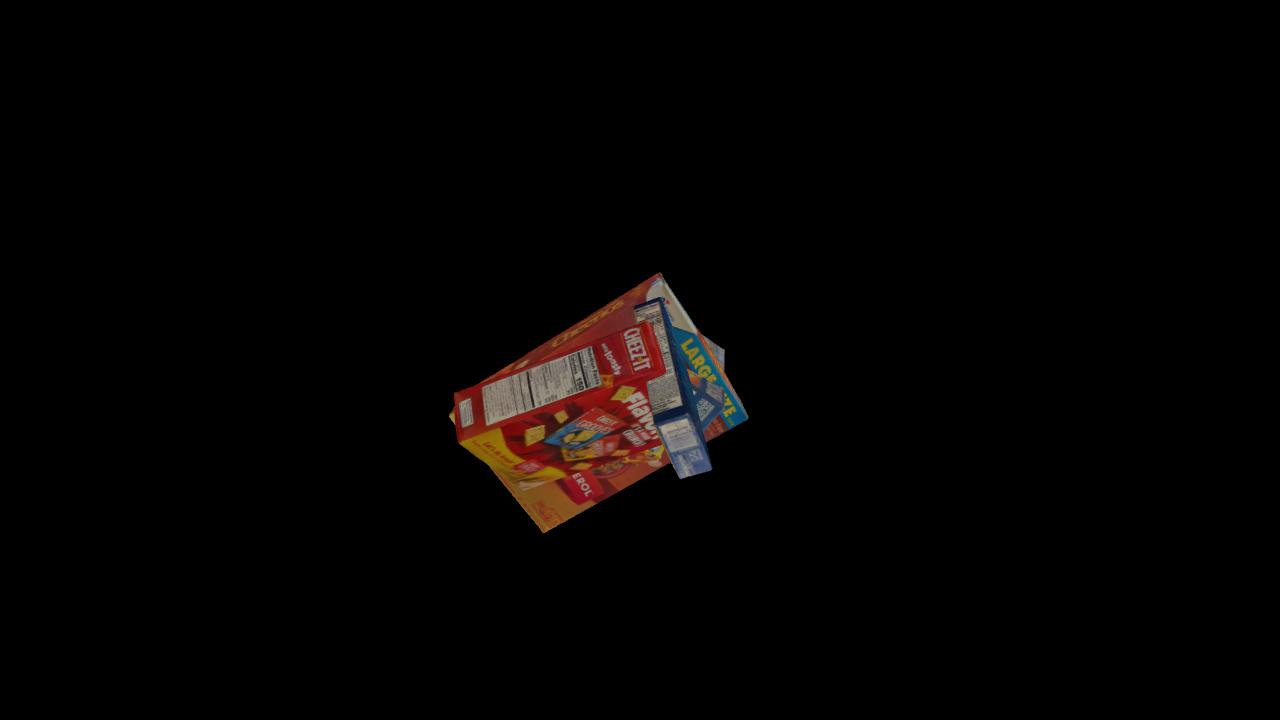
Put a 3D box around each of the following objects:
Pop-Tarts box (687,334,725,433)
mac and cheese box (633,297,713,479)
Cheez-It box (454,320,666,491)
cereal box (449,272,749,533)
[{"bbox_3d":[0.027,0.011,0.769,0.141,0.083,0.167,34,25,-8],"label":"Pop-Tarts box"},{"bbox_3d":[0.032,0.024,0.654,0.041,0.093,0.184,-19,42,8],"label":"mac and cheese box"},{"bbox_3d":[-0.066,0.060,0.683,0.223,0.071,0.166,-20,-32,5],"label":"Cheez-It box"},{"bbox_3d":[-0.048,0.057,0.764,0.306,0.203,0.081,-30,19,8],"label":"cereal box"}]
